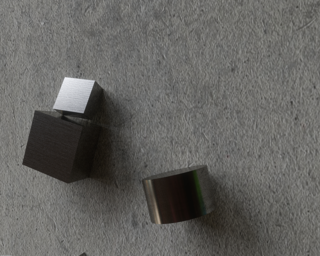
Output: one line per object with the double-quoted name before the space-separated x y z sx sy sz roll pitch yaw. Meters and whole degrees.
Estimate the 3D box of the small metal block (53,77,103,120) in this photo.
"small metal block" -0.116 -0.042 0.442 0.050 0.025 0.050 9 72 19

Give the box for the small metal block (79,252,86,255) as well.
"small metal block" -0.116 0.213 0.437 0.025 0.050 0.050 -41 77 15

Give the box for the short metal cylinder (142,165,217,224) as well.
"short metal cylinder" 0.023 0.078 0.372 0.080 0.080 0.050 -15 85 19

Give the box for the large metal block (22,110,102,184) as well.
"large metal block" -0.140 0.025 0.445 0.080 0.050 0.080 17 96 19
